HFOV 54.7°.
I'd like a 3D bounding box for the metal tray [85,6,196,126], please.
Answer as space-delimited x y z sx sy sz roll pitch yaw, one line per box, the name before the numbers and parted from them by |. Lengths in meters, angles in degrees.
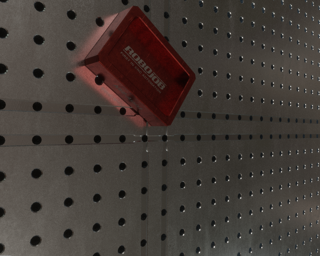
metal tray | -0.018 -0.073 0.392 0.130 0.030 0.090 43 64 -32
